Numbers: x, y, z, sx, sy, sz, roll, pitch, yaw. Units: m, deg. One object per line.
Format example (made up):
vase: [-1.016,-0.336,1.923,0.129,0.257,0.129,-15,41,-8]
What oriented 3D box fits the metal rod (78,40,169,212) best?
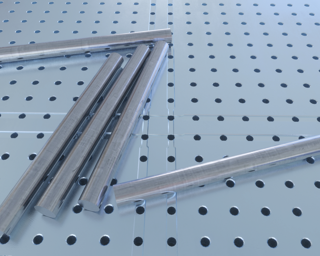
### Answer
metal rod: [-0.037,-0.026,0.429,0.025,0.025,0.300,12,51,10]

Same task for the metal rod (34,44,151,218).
metal rod: [-0.075,-0.019,0.423,0.025,0.025,0.301,15,51,12]

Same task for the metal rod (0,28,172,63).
metal rod: [-0.130,-0.139,0.524,0.302,0.025,0.025,-9,51,-8]

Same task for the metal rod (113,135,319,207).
metal rod: [0.095,0.044,0.371,0.302,0.025,0.025,-12,51,-10]

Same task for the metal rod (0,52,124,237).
metal rod: [-0.119,-0.003,0.409,0.025,0.025,0.301,15,51,12]
